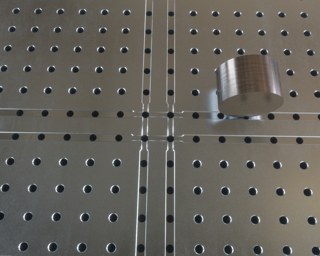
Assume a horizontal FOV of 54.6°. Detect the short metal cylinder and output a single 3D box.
[{"bbox_3d":[0.115,-0.052,0.402,0.080,0.080,0.050,0,70,0],"label":"short metal cylinder"}]
